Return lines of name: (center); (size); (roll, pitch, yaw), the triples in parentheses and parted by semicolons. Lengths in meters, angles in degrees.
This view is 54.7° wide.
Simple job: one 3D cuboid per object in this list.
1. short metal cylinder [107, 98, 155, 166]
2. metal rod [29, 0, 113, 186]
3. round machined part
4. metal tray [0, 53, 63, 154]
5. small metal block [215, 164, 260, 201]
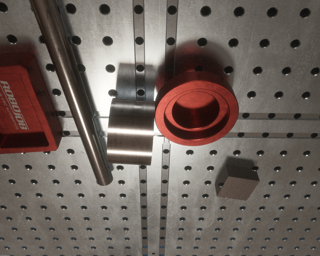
short metal cylinder: (-0.034, 0.005, 0.379); (0.050, 0.080, 0.079); (4, 130, -3)
metal rod: (-0.101, -0.033, 0.381); (0.025, 0.025, 0.298); (-5, 130, 4)
round machined part: (0.042, -0.027, 0.377); (0.099, 0.042, 0.097); (-1, 130, -1)
metal tray: (-0.185, -0.025, 0.384); (0.091, 0.030, 0.129); (-4, 130, 2)
small metal block: (0.120, 0.086, 0.487); (0.050, 0.025, 0.050); (10, 130, -9)
